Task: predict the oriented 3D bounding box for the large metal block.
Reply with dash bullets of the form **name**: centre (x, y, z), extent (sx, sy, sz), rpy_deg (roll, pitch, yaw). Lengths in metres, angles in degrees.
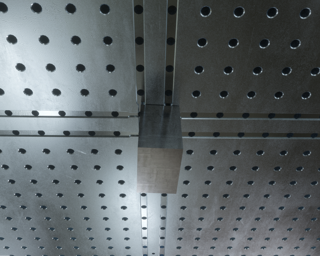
- **large metal block**: centre (-0.002, 0.027, 0.397), extent (0.050, 0.080, 0.079), rpy_deg (3, 130, -3)
